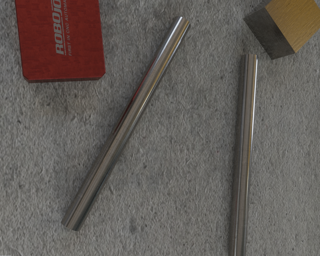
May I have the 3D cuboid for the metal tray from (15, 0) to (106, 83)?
[{"bbox_3d":[-0.117,-0.121,0.363,0.091,0.030,0.129,-6,92,-20],"label":"metal tray"}]

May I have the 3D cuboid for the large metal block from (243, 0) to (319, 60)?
[{"bbox_3d":[0.188,-0.163,0.467,0.080,0.050,0.080,-45,104,-15],"label":"large metal block"}]

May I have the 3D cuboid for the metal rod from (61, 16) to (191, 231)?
[{"bbox_3d":[-0.038,-0.013,0.395,0.025,0.025,0.299,31,80,-18],"label":"metal rod"}]

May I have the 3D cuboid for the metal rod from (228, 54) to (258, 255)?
[{"bbox_3d":[0.122,0.042,0.455,0.025,0.025,0.298,5,89,-20],"label":"metal rod"}]
